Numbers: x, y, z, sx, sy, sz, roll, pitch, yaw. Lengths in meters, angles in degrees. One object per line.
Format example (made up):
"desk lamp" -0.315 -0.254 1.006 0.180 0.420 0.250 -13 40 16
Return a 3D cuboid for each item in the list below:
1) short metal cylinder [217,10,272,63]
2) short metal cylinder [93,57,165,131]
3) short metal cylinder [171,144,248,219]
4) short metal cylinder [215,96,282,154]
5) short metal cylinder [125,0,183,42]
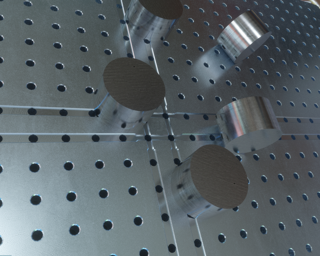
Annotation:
"short metal cylinder" 0.149 -0.161 0.551 0.081 0.080 0.050 -30 78 -38
"short metal cylinder" -0.040 -0.043 0.396 0.081 0.050 0.080 14 56 -21
"short metal cylinder" 0.060 0.067 0.383 0.081 0.050 0.080 14 56 -21
"short metal cylinder" 0.125 -0.002 0.441 0.081 0.080 0.050 3 61 -27
"short metal cylinder" -0.010 -0.187 0.500 0.081 0.050 0.080 14 56 -21
